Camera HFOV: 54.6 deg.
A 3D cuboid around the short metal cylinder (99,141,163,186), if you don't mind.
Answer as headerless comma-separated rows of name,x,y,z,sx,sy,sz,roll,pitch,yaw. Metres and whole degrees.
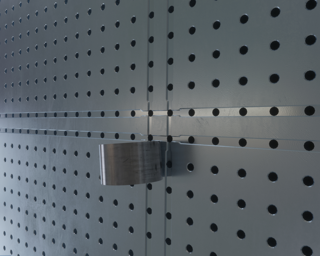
short metal cylinder,-0.038,0.044,0.406,0.080,0.081,0.050,-6,86,40
